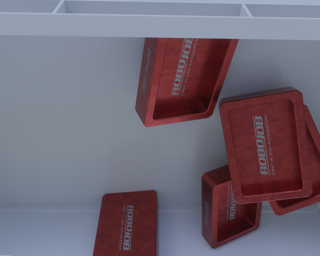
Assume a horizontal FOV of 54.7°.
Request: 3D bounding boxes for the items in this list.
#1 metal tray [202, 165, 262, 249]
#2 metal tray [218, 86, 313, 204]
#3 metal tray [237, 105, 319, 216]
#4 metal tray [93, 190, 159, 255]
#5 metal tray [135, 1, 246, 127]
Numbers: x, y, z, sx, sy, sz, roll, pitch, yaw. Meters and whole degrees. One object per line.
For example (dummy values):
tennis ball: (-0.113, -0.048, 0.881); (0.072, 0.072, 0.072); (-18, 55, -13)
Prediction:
metal tray: (0.110, 0.114, 0.467); (0.091, 0.030, 0.129); (-16, 122, -19)
metal tray: (0.126, 0.022, 0.372); (0.090, 0.030, 0.129); (-10, 103, 11)
metal tray: (0.166, 0.041, 0.403); (0.090, 0.030, 0.130); (-26, 100, 14)
metal tray: (-0.049, 0.159, 0.475); (0.091, 0.130, 0.030); (-5, 130, 4)
metal tray: (0.027, -0.064, 0.329); (0.091, 0.030, 0.129); (-9, 134, -24)
